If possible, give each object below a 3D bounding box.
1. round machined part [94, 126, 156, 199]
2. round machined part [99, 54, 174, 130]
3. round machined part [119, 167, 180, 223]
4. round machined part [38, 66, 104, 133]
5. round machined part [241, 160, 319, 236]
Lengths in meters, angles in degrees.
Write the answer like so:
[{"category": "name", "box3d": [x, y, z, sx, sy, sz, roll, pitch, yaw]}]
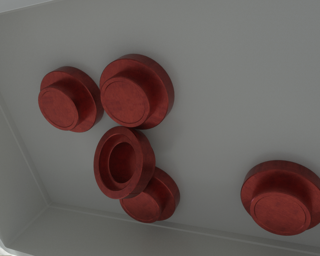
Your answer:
[{"category": "round machined part", "box3d": [-0.045, 0.048, 0.429, 0.098, 0.042, 0.097, -8, 77, 40]}, {"category": "round machined part", "box3d": [-0.035, -0.040, 0.390, 0.098, 0.042, 0.097, 13, 124, 20]}, {"category": "round machined part", "box3d": [-0.023, 0.106, 0.474, 0.098, 0.042, 0.097, 13, 124, 20]}, {"category": "round machined part", "box3d": [-0.133, -0.035, 0.444, 0.098, 0.042, 0.097, 13, 124, 20]}, {"category": "round machined part", "box3d": [0.147, 0.091, 0.376, 0.098, 0.042, 0.097, 13, 124, 20]}]
